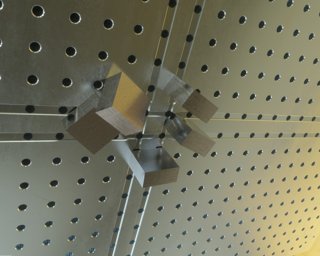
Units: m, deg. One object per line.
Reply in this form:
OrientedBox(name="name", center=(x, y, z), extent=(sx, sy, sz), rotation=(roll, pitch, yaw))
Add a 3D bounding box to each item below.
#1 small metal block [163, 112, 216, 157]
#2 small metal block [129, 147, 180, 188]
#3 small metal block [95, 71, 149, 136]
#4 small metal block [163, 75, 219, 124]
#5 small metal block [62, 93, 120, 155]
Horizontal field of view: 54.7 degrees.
OrientedBox(name="small metal block", center=(0.040, 0.009, 0.424), extent=(0.050, 0.050, 0.025), rotation=(28, 103, -38))
OrientedBox(name="small metal block", center=(-0.009, 0.053, 0.425), extent=(0.050, 0.050, 0.025), rotation=(-5, 121, -26))
OrientedBox(name="small metal block", center=(-0.041, -0.027, 0.354), extent=(0.025, 0.050, 0.050), rotation=(-16, 139, 33))
OrientedBox(name="small metal block", center=(0.039, -0.037, 0.395), extent=(0.050, 0.050, 0.025), rotation=(30, 101, -38))
OrientedBox(name="small metal block", center=(-0.078, -0.004, 0.367), extent=(0.050, 0.025, 0.050), rotation=(-40, 130, -2))
